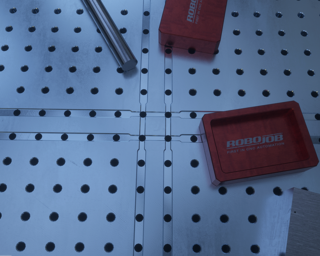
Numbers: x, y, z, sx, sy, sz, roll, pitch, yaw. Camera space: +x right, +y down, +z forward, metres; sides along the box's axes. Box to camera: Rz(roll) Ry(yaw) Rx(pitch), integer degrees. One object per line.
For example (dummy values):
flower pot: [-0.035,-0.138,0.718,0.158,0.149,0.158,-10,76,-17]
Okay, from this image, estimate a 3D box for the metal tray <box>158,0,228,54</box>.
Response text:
metal tray: [0.054,-0.184,0.477,0.090,0.030,0.130,11,70,3]

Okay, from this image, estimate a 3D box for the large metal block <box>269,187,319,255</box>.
large metal block: [0.179,0.121,0.356,0.080,0.050,0.080,15,71,5]

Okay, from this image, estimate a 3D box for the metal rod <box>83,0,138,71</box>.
metal rod: [-0.115,-0.214,0.488,0.025,0.025,0.299,-27,73,-10]

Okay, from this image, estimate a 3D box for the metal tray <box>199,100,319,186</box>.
metal tray: [0.125,0.019,0.403,0.131,0.030,0.090,-9,70,-4]
